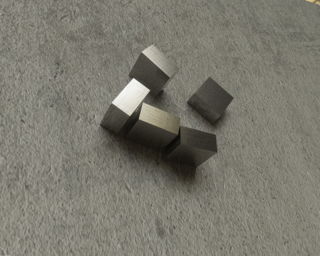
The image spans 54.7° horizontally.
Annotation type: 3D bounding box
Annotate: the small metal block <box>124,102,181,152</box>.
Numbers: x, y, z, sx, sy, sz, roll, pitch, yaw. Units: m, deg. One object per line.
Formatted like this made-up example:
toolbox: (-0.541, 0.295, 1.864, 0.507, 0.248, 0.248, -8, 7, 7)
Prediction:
small metal block: (-0.010, 0.001, 0.382, 0.050, 0.050, 0.025, 22, 54, -15)

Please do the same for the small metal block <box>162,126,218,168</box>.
small metal block: (0.037, 0.025, 0.392, 0.050, 0.050, 0.025, 14, 56, -21)

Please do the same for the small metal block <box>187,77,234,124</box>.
small metal block: (0.077, -0.043, 0.471, 0.050, 0.025, 0.050, 42, 51, 0)

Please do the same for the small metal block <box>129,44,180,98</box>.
small metal block: (-0.009, -0.078, 0.430, 0.050, 0.050, 0.025, 43, 51, 1)

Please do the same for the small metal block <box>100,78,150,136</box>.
small metal block: (-0.043, -0.025, 0.380, 0.025, 0.050, 0.050, 37, 51, -4)
